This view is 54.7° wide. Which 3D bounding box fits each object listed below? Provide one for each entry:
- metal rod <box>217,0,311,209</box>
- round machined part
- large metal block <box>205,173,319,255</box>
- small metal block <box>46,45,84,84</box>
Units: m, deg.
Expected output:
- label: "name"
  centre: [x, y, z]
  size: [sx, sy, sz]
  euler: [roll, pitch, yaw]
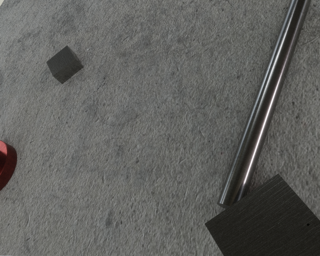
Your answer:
- label: "metal rod"
  centre: [0.130, -0.047, 0.364]
  size: [0.025, 0.025, 0.300]
  euler: [12, 68, 33]
- label: "round machined part"
  centre: [-0.288, 0.063, 0.506]
  size: [0.098, 0.042, 0.098]
  euler: [-13, 56, 21]
- label: "large metal block"
  centre: [0.100, 0.102, 0.273]
  size: [0.080, 0.050, 0.080]
  euler: [-36, 51, 4]
- label: "small metal block"
  centre: [-0.174, -0.116, 0.567]
  size: [0.050, 0.025, 0.050]
  euler: [-38, 51, 2]
